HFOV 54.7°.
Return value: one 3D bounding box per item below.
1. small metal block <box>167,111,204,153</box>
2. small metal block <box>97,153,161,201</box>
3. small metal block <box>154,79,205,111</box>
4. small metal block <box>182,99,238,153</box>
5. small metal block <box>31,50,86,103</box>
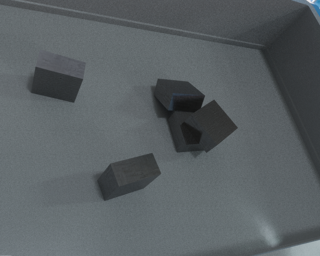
[{"bbox_3d":[0.044,0.004,0.426,0.050,0.025,0.050,-2,63,-29],"label":"small metal block"},{"bbox_3d":[-0.034,0.054,0.338,0.050,0.050,0.025,-12,68,-33],"label":"small metal block"},{"bbox_3d":[0.026,-0.046,0.433,0.050,0.025,0.050,1,29,-28],"label":"small metal block"},{"bbox_3d":[0.067,-0.003,0.411,0.050,0.025,0.050,-33,81,-38],"label":"small metal block"},{"bbox_3d":[-0.119,-0.059,0.361,0.050,0.050,0.025,13,57,-21],"label":"small metal block"}]
